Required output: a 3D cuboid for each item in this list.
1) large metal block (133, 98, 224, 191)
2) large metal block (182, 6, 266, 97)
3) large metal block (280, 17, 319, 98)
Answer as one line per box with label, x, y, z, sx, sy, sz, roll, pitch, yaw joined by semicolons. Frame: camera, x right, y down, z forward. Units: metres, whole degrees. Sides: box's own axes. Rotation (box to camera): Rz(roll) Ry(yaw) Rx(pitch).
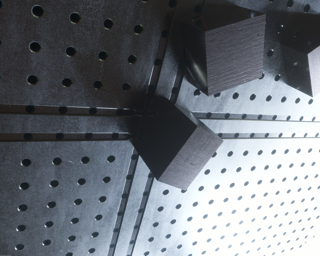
large metal block;0.020;0.020;0.401;0.050;0.080;0.080;27;103;-38
large metal block;0.079;-0.095;0.381;0.081;0.050;0.079;-21;127;-16
large metal block;0.235;-0.106;0.460;0.080;0.050;0.080;-35;129;-5
